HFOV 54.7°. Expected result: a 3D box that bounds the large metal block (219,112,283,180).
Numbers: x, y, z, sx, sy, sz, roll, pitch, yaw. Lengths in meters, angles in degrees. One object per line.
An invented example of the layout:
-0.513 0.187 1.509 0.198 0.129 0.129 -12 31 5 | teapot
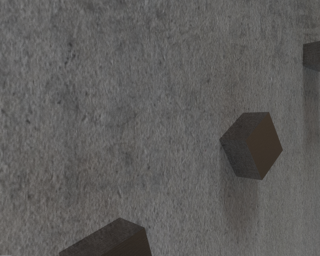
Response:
0.156 0.029 0.522 0.080 0.050 0.080 -42 116 -32 | large metal block

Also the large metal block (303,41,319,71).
0.377 -0.162 0.690 0.081 0.080 0.050 3 88 -40 | large metal block

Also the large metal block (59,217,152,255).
-0.054 0.160 0.345 0.081 0.050 0.079 -22 104 -38 | large metal block
